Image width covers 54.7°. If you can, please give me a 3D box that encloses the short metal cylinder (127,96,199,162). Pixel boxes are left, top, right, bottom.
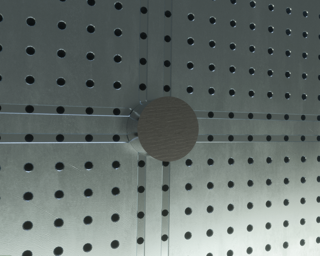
[{"bbox_3d":[0.003,0.001,0.401,0.081,0.050,0.079,0,90,-21],"label":"short metal cylinder"}]
